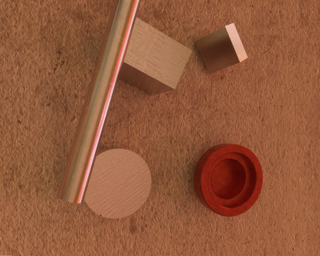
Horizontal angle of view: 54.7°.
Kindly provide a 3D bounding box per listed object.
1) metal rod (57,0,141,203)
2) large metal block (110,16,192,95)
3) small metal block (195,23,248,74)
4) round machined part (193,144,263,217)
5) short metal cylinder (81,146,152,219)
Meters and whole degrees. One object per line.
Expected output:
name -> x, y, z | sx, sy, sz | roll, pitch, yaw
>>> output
metal rod -> -0.046, -0.076, 0.307 | 0.025, 0.025, 0.299 | 17, 84, -20
large metal block -> -0.022, -0.082, 0.372 | 0.080, 0.080, 0.050 | 26, 82, -19
small metal block -> 0.084, -0.108, 0.425 | 0.025, 0.050, 0.050 | -34, 103, -44
round machined part -> 0.091, 0.070, 0.435 | 0.099, 0.042, 0.097 | 0, 90, -21
short metal cylinder -> -0.057, 0.063, 0.376 | 0.081, 0.050, 0.079 | 0, 90, -21
